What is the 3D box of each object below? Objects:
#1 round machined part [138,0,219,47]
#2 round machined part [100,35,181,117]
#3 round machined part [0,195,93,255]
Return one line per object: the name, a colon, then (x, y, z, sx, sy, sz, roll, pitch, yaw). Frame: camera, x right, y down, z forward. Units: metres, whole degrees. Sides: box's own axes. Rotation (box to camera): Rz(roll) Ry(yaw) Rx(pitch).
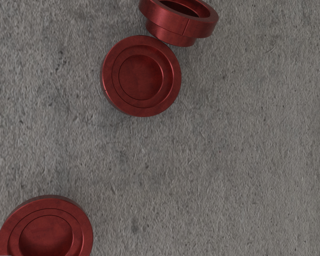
round machined part: (0.020, -0.137, 0.388, 0.099, 0.098, 0.042, 8, 131, -20)
round machined part: (-0.026, -0.062, 0.389, 0.099, 0.042, 0.097, -1, 92, -19)
round machined part: (-0.129, 0.125, 0.353, 0.099, 0.042, 0.097, 0, 90, -20)
